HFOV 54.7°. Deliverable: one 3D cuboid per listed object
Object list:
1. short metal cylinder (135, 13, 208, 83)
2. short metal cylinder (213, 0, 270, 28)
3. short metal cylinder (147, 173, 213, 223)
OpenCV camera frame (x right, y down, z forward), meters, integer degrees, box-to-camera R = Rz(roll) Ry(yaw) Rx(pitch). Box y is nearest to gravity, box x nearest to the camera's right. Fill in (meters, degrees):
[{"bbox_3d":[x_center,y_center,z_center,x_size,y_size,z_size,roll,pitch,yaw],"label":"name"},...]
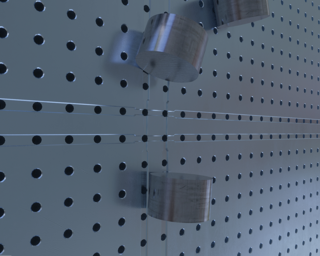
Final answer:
[{"bbox_3d":[0.015,-0.097,0.388,0.080,0.080,0.050,26,74,-37],"label":"short metal cylinder"},{"bbox_3d":[0.126,-0.190,0.481,0.081,0.080,0.050,-19,103,-39],"label":"short metal cylinder"},{"bbox_3d":[0.026,0.086,0.397,0.081,0.080,0.050,7,86,-40],"label":"short metal cylinder"}]
